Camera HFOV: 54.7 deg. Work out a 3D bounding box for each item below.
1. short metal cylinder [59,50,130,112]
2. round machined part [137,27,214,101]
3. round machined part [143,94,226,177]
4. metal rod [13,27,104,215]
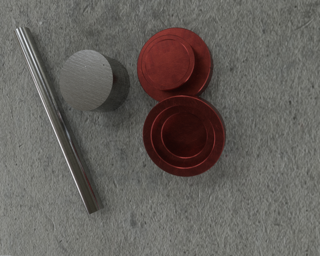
[{"bbox_3d":[-0.089,-0.062,0.426,0.080,0.050,0.079,0,90,19],"label":"short metal cylinder"},{"bbox_3d":[0.015,-0.079,0.394,0.098,0.042,0.097,0,90,19],"label":"round machined part"},{"bbox_3d":[0.032,0.007,0.383,0.098,0.042,0.097,3,100,16],"label":"round machined part"},{"bbox_3d":[-0.153,-0.016,0.461,0.025,0.025,0.299,-28,81,17],"label":"metal rod"}]
